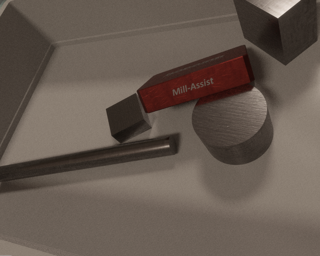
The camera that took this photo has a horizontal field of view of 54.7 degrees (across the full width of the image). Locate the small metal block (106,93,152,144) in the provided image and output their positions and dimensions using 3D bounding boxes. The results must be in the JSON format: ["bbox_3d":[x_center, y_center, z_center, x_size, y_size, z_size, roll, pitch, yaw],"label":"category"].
[{"bbox_3d":[-0.044,-0.014,0.436,0.050,0.025,0.050,-27,53,11],"label":"small metal block"}]

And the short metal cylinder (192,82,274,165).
[{"bbox_3d":[0.082,-0.005,0.349,0.080,0.050,0.080,-13,56,20],"label":"short metal cylinder"}]

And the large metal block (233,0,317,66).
[{"bbox_3d":[0.141,-0.137,0.380,0.050,0.080,0.080,-39,51,2],"label":"large metal block"}]

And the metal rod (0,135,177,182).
[{"bbox_3d":[-0.121,0.048,0.438,0.301,0.025,0.025,-11,57,21],"label":"metal rod"}]

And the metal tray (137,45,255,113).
[{"bbox_3d":[0.046,-0.062,0.383,0.130,0.030,0.090,-16,17,19],"label":"metal tray"}]
